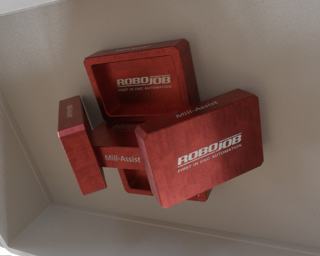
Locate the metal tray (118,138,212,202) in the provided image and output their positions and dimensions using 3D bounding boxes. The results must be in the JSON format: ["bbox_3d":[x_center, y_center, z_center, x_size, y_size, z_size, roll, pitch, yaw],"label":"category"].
[{"bbox_3d":[0.002,0.053,0.433,0.130,0.030,0.089,0,119,27],"label":"metal tray"}]

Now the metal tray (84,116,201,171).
[{"bbox_3d":[-0.025,0.013,0.386,0.130,0.090,0.030,0,118,27],"label":"metal tray"}]

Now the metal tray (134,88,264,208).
[{"bbox_3d":[0.047,0.020,0.335,0.030,0.131,0.089,-139,32,-60],"label":"metal tray"}]

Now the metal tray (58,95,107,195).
[{"bbox_3d":[-0.105,0.017,0.414,0.030,0.130,0.089,-18,115,-9],"label":"metal tray"}]

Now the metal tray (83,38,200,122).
[{"bbox_3d":[-0.022,-0.054,0.381,0.130,0.030,0.089,-1,119,27],"label":"metal tray"}]
